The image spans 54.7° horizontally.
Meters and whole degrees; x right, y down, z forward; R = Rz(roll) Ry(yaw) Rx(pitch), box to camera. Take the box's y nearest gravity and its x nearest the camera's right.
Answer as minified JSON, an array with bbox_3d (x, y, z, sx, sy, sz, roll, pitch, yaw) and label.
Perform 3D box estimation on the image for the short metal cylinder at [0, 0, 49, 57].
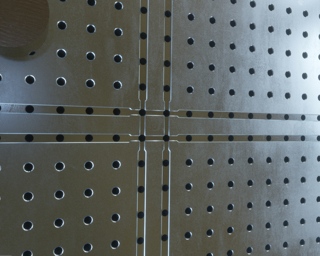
[{"bbox_3d":[-0.164,-0.123,0.339,0.081,0.050,0.079,0,90,-21],"label":"short metal cylinder"}]
